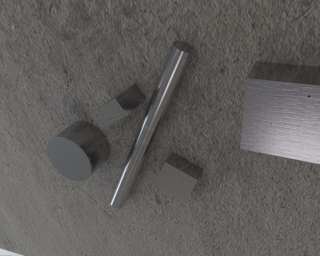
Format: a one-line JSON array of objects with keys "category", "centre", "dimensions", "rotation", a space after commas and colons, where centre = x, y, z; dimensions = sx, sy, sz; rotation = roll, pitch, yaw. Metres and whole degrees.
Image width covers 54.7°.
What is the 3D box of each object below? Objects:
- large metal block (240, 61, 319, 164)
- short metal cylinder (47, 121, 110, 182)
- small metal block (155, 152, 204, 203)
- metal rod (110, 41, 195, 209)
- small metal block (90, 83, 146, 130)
[{"category": "large metal block", "centre": [0.129, -0.017, 0.312], "dimensions": [0.080, 0.050, 0.079], "rotation": [10, 123, 22]}, {"category": "short metal cylinder", "centre": [-0.125, 0.035, 0.479], "dimensions": [0.080, 0.050, 0.079], "rotation": [13, 124, 21]}, {"category": "small metal block", "centre": [0.026, 0.069, 0.436], "dimensions": [0.050, 0.025, 0.050], "rotation": [29, 128, 10]}, {"category": "metal rod", "centre": [-0.023, 0.018, 0.429], "dimensions": [0.025, 0.025, 0.298], "rotation": [31, 128, 8]}, {"category": "small metal block", "centre": [-0.054, -0.028, 0.401], "dimensions": [0.050, 0.050, 0.025], "rotation": [-25, 105, 37]}]
